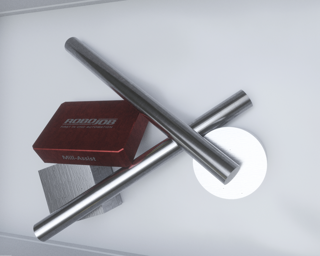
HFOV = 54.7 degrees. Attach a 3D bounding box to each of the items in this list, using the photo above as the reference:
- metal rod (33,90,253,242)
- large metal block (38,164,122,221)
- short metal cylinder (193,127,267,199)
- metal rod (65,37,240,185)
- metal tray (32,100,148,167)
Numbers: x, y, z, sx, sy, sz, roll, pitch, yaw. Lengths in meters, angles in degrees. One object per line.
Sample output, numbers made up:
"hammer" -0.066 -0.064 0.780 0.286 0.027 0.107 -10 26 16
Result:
"metal rod" -0.022 0.047 0.377 0.301 0.025 0.025 -33 79 2
"large metal block" -0.110 0.083 0.430 0.080 0.050 0.080 -20 84 18
"short metal cylinder" 0.084 0.038 0.365 0.080 0.050 0.079 0 90 19
"metal rod" -0.028 -0.037 0.387 0.300 0.025 0.025 40 103 28
"metal tray" -0.088 0.004 0.407 0.130 0.030 0.090 0 46 21
